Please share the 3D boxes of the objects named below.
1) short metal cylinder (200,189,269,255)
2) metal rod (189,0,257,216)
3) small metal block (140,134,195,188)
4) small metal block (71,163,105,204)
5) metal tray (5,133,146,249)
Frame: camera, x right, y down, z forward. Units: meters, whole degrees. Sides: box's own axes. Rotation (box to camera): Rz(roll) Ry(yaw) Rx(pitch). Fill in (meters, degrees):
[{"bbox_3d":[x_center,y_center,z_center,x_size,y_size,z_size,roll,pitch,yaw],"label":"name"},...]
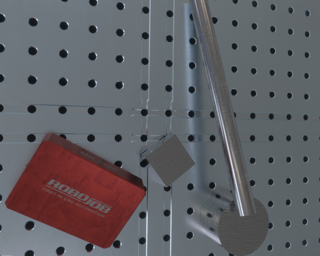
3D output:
[{"bbox_3d":[0.104,0.131,0.438,0.081,0.050,0.080,0,90,-20],"label":"short metal cylinder"},{"bbox_3d":[0.082,-0.036,0.414,0.025,0.025,0.298,-9,83,-20],"label":"metal rod"},{"bbox_3d":[0.010,0.043,0.416,0.050,0.025,0.050,-37,102,-16],"label":"small metal block"},{"bbox_3d":[-0.088,0.065,0.380,0.050,0.025,0.050,20,84,-19],"label":"small metal block"},{"bbox_3d":[-0.094,0.075,0.361,0.131,0.030,0.090,31,98,-18],"label":"metal tray"}]
